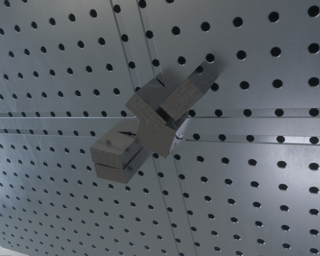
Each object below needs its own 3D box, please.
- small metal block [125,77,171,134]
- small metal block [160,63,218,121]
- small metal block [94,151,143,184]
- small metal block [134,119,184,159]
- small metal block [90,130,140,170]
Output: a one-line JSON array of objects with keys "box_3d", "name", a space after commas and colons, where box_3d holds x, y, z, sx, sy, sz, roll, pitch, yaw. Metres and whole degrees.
[{"box_3d": [-0.007, -0.028, 0.382, 0.050, 0.050, 0.025, 44, 129, -2], "name": "small metal block"}, {"box_3d": [0.033, -0.041, 0.352, 0.025, 0.050, 0.050, 44, 129, -2], "name": "small metal block"}, {"box_3d": [-0.061, 0.053, 0.461, 0.050, 0.050, 0.025, 8, 122, 24], "name": "small metal block"}, {"box_3d": [-0.002, 0.006, 0.416, 0.050, 0.025, 0.050, 27, 128, 11], "name": "small metal block"}, {"box_3d": [-0.064, 0.030, 0.448, 0.050, 0.050, 0.025, 11, 123, 22], "name": "small metal block"}]
